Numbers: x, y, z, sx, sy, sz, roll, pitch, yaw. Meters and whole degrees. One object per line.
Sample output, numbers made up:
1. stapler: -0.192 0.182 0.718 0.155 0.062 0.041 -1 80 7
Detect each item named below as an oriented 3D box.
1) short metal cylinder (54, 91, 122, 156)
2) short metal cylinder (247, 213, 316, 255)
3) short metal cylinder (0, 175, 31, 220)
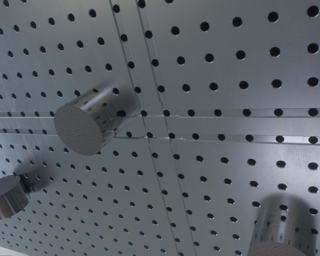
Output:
1. short metal cylinder: -0.103 -0.007 0.445 0.080 0.050 0.079 13 124 21
2. short metal cylinder: 0.161 0.161 0.409 0.080 0.050 0.079 13 124 21
3. short metal cylinder: -0.313 0.139 0.627 0.080 0.080 0.050 -2 118 29
